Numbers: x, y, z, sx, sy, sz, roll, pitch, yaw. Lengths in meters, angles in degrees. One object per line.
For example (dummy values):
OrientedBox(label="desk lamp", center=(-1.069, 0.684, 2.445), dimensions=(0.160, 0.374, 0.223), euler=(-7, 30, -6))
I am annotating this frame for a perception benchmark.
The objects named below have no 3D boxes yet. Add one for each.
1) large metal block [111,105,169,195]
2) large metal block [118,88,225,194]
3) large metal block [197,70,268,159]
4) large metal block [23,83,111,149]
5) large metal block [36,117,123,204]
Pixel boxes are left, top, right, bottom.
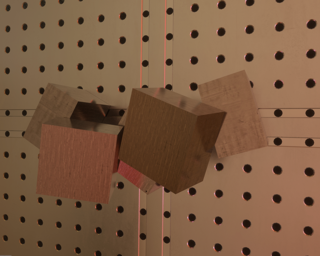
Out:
OrientedBox(label="large metal block", center=(-0.018, 0.026, 0.404), dimensions=(0.080, 0.050, 0.080), euler=(34, 101, 16))
OrientedBox(label="large metal block", center=(0.009, 0.008, 0.321), dimensions=(0.080, 0.050, 0.079), euler=(26, 112, 33))
OrientedBox(label="large metal block", center=(0.086, -0.014, 0.352), dimensions=(0.050, 0.080, 0.080), euler=(-17, 85, 19))
OrientedBox(label="large metal block", center=(-0.125, -0.010, 0.425), dimensions=(0.050, 0.080, 0.080), euler=(31, 100, 17))
OrientedBox(label="large metal block", center=(-0.091, 0.035, 0.360), dimensions=(0.081, 0.050, 0.079), euler=(9, 100, -2))
